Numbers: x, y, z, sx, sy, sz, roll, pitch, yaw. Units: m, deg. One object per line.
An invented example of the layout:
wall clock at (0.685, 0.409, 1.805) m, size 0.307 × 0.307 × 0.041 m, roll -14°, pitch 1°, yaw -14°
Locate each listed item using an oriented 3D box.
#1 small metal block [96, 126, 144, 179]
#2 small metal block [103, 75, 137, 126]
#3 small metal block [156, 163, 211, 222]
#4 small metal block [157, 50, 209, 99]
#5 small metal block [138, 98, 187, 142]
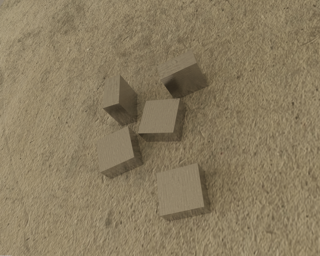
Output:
small metal block at (-0.054, 0.033, 0.412) m, size 0.050 × 0.025 × 0.050 m, roll -25°, pitch 53°, yaw 12°
small metal block at (-0.056, -0.039, 0.441) m, size 0.025 × 0.050 × 0.050 m, roll -16°, pitch 56°, yaw 20°
small metal block at (0.026, 0.072, 0.346) m, size 0.050 × 0.025 × 0.050 m, roll -17°, pitch 55°, yaw 18°
small metal block at (0.031, -0.069, 0.414) m, size 0.050 × 0.050 × 0.025 m, roll -23°, pitch 53°, yaw 14°
small metal block at (0.004, -0.010, 0.408) m, size 0.050 × 0.025 × 0.050 m, roll -2°, pitch 61°, yaw 27°
